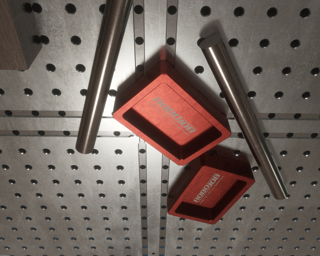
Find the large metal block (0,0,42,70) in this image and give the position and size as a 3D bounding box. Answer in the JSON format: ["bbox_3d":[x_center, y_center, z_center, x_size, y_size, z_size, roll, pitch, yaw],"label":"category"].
[{"bbox_3d":[-0.173,-0.105,0.303,0.081,0.050,0.079,0,130,-1],"label":"large metal block"}]

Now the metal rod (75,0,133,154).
[{"bbox_3d":[-0.059,-0.081,0.341,0.025,0.025,0.298,14,129,-12],"label":"metal rod"}]

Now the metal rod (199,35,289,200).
[{"bbox_3d":[0.125,0.007,0.419,0.025,0.025,0.300,-23,127,18],"label":"metal rod"}]

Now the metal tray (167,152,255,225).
[{"bbox_3d":[0.077,0.100,0.494,0.091,0.030,0.129,17,128,-15],"label":"metal tray"}]

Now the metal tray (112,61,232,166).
[{"bbox_3d":[0.017,-0.013,0.397,0.090,0.030,0.130,-36,122,26],"label":"metal tray"}]
